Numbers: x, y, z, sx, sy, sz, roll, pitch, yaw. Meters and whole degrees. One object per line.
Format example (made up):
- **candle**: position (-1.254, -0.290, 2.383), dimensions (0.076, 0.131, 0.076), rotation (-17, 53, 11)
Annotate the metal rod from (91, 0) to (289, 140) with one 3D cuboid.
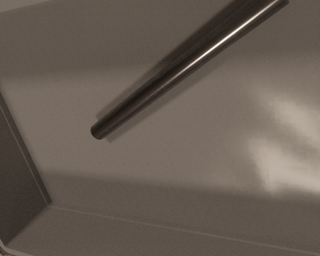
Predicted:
- **metal rod**: position (0.008, -0.058, 0.367), dimensions (0.299, 0.025, 0.025), rotation (-33, 101, 38)
